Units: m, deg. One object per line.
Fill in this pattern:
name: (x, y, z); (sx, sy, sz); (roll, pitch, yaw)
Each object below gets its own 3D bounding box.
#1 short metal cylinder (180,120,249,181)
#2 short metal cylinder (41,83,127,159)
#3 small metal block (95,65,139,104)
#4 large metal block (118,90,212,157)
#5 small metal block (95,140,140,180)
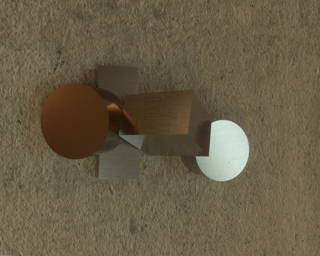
short metal cylinder: (0.073, 0.029, 0.426); (0.081, 0.050, 0.079); (0, 90, -21)
short metal cylinder: (-0.083, -0.007, 0.348); (0.080, 0.050, 0.079); (0, 91, 15)
small metal block: (-0.054, -0.051, 0.390); (0.050, 0.025, 0.050); (-1, 91, -21)
large metal block: (0.010, -0.002, 0.366); (0.080, 0.080, 0.050); (43, 50, -58)
small metal block: (-0.053, 0.038, 0.391); (0.050, 0.025, 0.050); (3, 89, -20)
